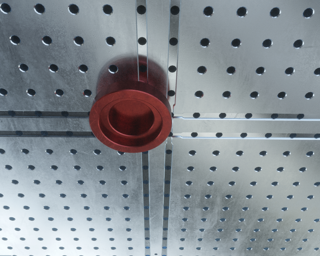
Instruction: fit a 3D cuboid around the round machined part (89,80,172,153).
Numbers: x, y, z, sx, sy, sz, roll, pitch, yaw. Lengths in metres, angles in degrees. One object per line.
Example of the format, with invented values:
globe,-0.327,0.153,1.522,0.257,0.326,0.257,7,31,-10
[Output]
round machined part,-0.035,-0.018,0.385,0.099,0.042,0.097,0,130,0
